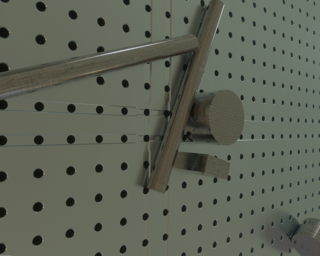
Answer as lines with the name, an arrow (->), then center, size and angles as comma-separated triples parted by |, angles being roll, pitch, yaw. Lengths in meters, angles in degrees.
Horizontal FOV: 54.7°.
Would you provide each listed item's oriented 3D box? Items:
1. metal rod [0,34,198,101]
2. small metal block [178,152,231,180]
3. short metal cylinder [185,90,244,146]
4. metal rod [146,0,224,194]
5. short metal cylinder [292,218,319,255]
metal rod -> -0.064, -0.075, 0.354 | 0.302, 0.025, 0.025 | -24, 105, -37
small metal block -> 0.064, 0.054, 0.447 | 0.050, 0.050, 0.025 | 22, 76, -38
short metal cylinder -> 0.080, -0.015, 0.460 | 0.081, 0.050, 0.079 | 0, 90, -40
metal rod -> 0.041, -0.055, 0.443 | 0.025, 0.025, 0.299 | 30, 71, -36
short metal cylinder -> 0.326, 0.236, 0.647 | 0.050, 0.080, 0.080 | -37, 113, -34
